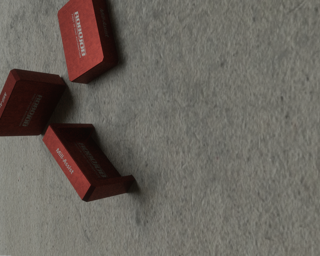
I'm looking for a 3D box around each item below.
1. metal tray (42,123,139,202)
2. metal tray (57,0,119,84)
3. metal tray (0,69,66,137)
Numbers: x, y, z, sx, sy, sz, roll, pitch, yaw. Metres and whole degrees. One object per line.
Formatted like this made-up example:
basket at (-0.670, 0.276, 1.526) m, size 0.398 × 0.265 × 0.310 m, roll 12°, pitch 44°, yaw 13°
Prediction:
metal tray at (-0.103, 0.045, 0.460) m, size 0.130 × 0.091 × 0.030 m, roll 46°, pitch 116°, yaw 29°
metal tray at (-0.118, -0.147, 0.496) m, size 0.090 × 0.030 × 0.129 m, roll -21°, pitch 77°, yaw 37°
metal tray at (-0.237, -0.041, 0.554) m, size 0.030 × 0.091 × 0.129 m, roll 52°, pitch 120°, yaw 27°
